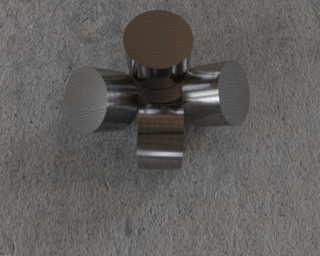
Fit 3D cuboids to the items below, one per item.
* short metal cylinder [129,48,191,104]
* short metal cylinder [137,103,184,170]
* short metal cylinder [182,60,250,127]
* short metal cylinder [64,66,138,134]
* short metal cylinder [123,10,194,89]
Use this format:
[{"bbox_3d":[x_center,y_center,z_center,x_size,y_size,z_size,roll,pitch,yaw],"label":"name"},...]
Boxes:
[{"bbox_3d":[0.000,-0.060,0.418,0.081,0.050,0.080,0,70,0],"label":"short metal cylinder"},{"bbox_3d":[0.001,0.010,0.375,0.050,0.080,0.080,2,70,0],"label":"short metal cylinder"},{"bbox_3d":[0.072,-0.042,0.390,0.050,0.080,0.080,-2,64,41],"label":"short metal cylinder"},{"bbox_3d":[-0.074,-0.034,0.386,0.080,0.050,0.079,2,93,38],"label":"short metal cylinder"},{"bbox_3d":[-0.002,-0.094,0.377,0.081,0.050,0.080,0,70,0],"label":"short metal cylinder"}]
